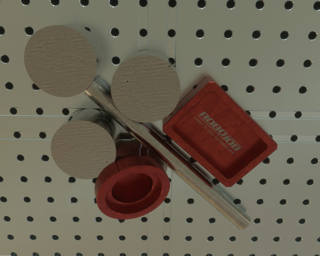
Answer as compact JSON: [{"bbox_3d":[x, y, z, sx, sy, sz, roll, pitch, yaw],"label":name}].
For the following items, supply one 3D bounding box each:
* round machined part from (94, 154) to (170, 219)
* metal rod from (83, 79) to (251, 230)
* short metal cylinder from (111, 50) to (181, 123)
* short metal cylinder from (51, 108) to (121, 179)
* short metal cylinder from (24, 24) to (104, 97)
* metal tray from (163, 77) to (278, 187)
[{"bbox_3d":[-0.039,0.075,0.420,0.099,0.042,0.097,-11,127,-15],"label":"round machined part"},{"bbox_3d":[0.019,0.044,0.430,0.300,0.025,0.025,42,105,-14],"label":"metal rod"},{"bbox_3d":[-0.016,-0.052,0.380,0.081,0.050,0.079,0,110,0],"label":"short metal cylinder"},{"bbox_3d":[-0.094,0.020,0.406,0.081,0.050,0.079,0,110,0],"label":"short metal cylinder"},{"bbox_3d":[-0.111,-0.082,0.369,0.081,0.050,0.079,0,110,0],"label":"short metal cylinder"},{"bbox_3d":[0.078,0.008,0.413,0.130,0.030,0.090,42,105,-14],"label":"metal tray"}]
